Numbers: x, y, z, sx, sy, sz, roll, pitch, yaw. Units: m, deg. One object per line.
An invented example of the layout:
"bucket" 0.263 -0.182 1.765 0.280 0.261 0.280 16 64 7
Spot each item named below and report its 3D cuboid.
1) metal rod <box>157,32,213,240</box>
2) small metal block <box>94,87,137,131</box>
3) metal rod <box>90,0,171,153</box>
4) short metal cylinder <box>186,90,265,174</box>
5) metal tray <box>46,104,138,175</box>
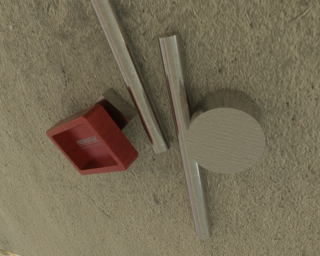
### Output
"metal rod" 0.038 0.029 0.403 0.025 0.025 0.298 2 120 27
"small metal block" -0.066 -0.019 0.429 0.050 0.025 0.050 43 129 -2
"metal rod" -0.049 -0.102 0.367 0.025 0.025 0.299 -8 115 31
"short metal cylinder" 0.073 0.004 0.344 0.080 0.050 0.079 6 119 11
"metal tray" -0.101 0.022 0.443 0.130 0.030 0.090 -15 117 48
